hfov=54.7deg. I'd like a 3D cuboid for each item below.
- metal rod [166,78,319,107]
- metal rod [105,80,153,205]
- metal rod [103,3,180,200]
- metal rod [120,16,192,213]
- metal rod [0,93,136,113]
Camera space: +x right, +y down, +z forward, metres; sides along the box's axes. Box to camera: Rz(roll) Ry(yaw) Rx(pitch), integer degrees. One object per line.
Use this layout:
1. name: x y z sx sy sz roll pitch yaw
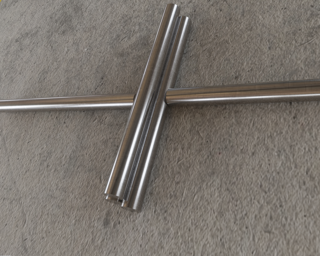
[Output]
1. metal rod: 0.147 -0.042 0.353 0.300 0.025 0.025 0 62 27
2. metal rod: -0.019 -0.041 0.440 0.025 0.025 0.300 1 62 28
3. metal rod: -0.017 -0.052 0.419 0.025 0.025 0.300 1 62 28
4. metal rod: 0.001 -0.036 0.426 0.025 0.025 0.300 1 62 28
5. metal rod: -0.164 -0.040 0.513 0.300 0.025 0.025 1 62 28
